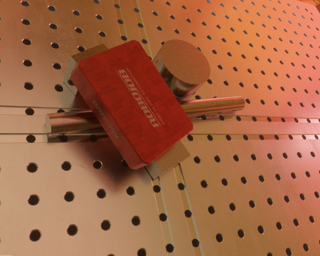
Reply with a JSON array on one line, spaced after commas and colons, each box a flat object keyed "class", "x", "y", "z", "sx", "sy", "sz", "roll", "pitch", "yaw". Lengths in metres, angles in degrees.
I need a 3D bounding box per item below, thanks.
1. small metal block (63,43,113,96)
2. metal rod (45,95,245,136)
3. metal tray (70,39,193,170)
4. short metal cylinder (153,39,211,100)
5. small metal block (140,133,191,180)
[{"class": "small metal block", "x": -0.089, "y": -0.073, "z": 0.389, "sx": 0.025, "sy": 0.050, "sz": 0.050, "roll": 49, "pitch": 51, "yaw": 6}, {"class": "metal rod", "x": 0.002, "y": -0.022, "z": 0.425, "sx": 0.303, "sy": 0.025, "sz": 0.025, "roll": -8, "pitch": 66, "yaw": -32}, {"class": "metal tray", "x": -0.029, "y": -0.030, "z": 0.359, "sx": 0.091, "sy": 0.030, "sz": 0.130, "roll": -35, "pitch": 93, "yaw": -38}, {"class": "short metal cylinder", "x": 0.027, "y": -0.083, "z": 0.458, "sx": 0.081, "sy": 0.050, "sz": 0.080, "roll": 14, "pitch": 56, "yaw": -21}, {"class": "small metal block", "x": 0.002, "y": 0.029, "z": 0.391, "sx": 0.050, "sy": 0.025, "sz": 0.050, "roll": -26, "pitch": 76, "yaw": -37}]
